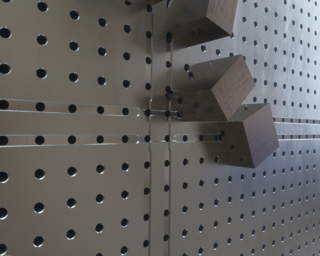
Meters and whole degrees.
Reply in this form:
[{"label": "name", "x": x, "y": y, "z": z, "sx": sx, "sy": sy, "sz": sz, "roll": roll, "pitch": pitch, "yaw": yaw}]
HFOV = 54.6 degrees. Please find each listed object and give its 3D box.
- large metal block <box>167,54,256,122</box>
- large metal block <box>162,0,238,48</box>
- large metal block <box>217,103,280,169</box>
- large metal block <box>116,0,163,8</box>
[{"label": "large metal block", "x": 0.072, "y": -0.054, "z": 0.432, "sx": 0.080, "sy": 0.080, "sz": 0.050, "roll": -48, "pitch": 119, "yaw": -29}, {"label": "large metal block", "x": 0.055, "y": -0.163, "z": 0.418, "sx": 0.050, "sy": 0.080, "sz": 0.080, "roll": 20, "pitch": 78, "yaw": -38}, {"label": "large metal block", "x": 0.148, "y": 0.011, "z": 0.515, "sx": 0.081, "sy": 0.050, "sz": 0.080, "roll": -29, "pitch": 109, "yaw": -36}, {"label": "large metal block", "x": -0.032, "y": -0.197, "z": 0.364, "sx": 0.081, "sy": 0.050, "sz": 0.080, "roll": -5, "pitch": 93, "yaw": -40}]
